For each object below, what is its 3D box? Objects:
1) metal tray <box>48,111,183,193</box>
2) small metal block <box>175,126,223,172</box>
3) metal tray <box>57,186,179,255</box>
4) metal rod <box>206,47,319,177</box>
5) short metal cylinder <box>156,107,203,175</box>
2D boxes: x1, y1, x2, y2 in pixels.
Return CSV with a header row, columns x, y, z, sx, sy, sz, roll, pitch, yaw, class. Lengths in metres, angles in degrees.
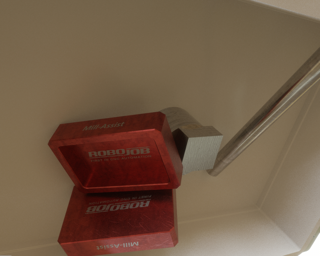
x,y,z,sx,sy,sz,roll,pitch,yaw,class
-0.048,0.032,0.353,0.130,0.030,0.090,-6,128,17,metal tray
0.045,0.026,0.387,0.050,0.025,0.050,-3,120,-28,small metal block
-0.046,0.102,0.374,0.131,0.090,0.030,-9,126,6,metal tray
0.140,-0.019,0.394,0.025,0.025,0.298,-2,145,-28,metal rod
0.022,0.018,0.417,0.081,0.050,0.079,-14,125,-21,short metal cylinder
